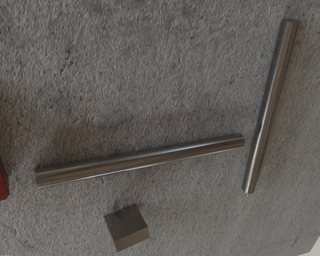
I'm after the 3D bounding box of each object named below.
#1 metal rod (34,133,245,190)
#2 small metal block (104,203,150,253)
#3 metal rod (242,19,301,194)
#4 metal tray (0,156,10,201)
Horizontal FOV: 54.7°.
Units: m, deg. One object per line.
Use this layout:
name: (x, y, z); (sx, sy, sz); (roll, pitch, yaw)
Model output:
metal rod: (-0.010, 0.040, 0.427); (0.303, 0.025, 0.025); (-8, 122, -25)
small metal block: (-0.049, 0.145, 0.455); (0.050, 0.050, 0.025); (-19, 126, -18)
metal rod: (0.169, -0.016, 0.491); (0.025, 0.025, 0.298); (-11, 123, -23)
metal tray: (-0.213, 0.026, 0.303); (0.091, 0.030, 0.129); (-14, 125, -21)
